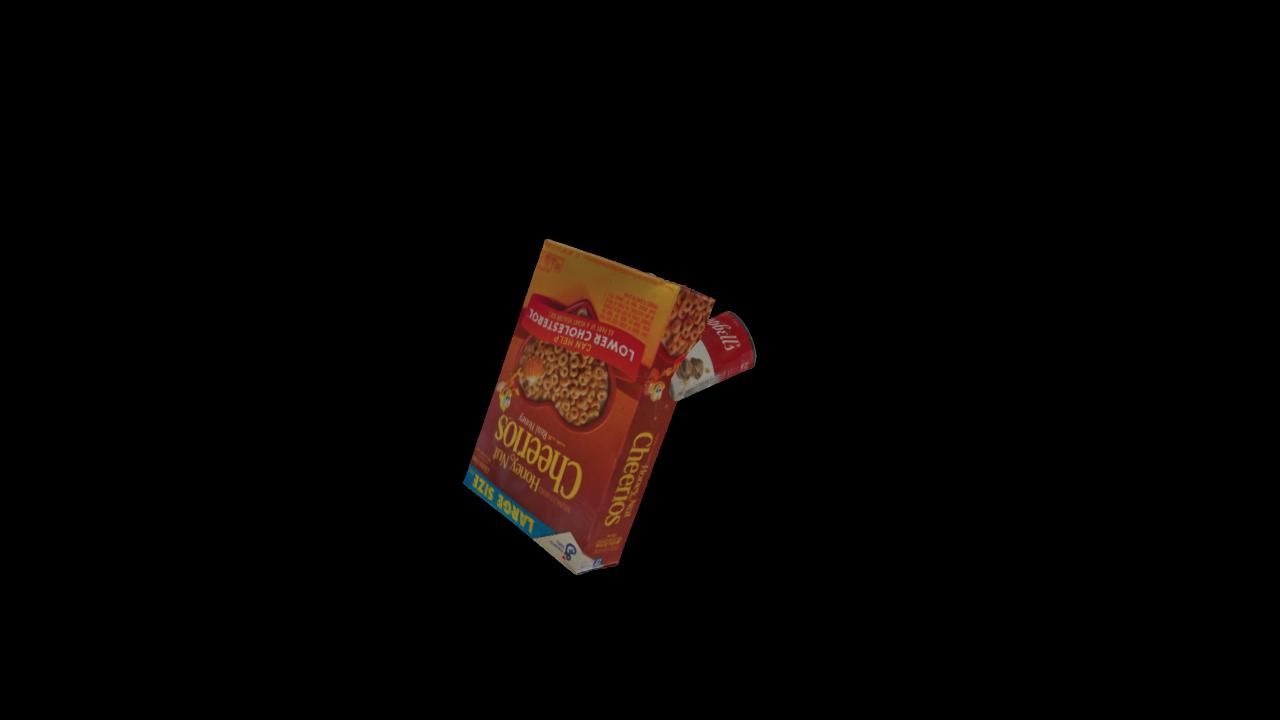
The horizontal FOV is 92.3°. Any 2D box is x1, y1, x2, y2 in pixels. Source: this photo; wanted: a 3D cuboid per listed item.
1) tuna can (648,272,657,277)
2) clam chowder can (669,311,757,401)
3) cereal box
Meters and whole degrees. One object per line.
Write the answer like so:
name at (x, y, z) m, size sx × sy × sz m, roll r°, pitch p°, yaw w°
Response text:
tuna can at (0.013, -0.059, 0.723) m, size 0.034 × 0.084 × 0.084 m, roll -19°, pitch -5°, yaw 15°
clam chowder can at (0.060, -0.002, 0.645) m, size 0.102 × 0.068 × 0.068 m, roll -24°, pitch 6°, yaw -14°
cereal box at (-0.065, 0.043, 0.666) m, size 0.203 × 0.306 × 0.081 m, roll 26°, pitch 8°, yaw 37°
